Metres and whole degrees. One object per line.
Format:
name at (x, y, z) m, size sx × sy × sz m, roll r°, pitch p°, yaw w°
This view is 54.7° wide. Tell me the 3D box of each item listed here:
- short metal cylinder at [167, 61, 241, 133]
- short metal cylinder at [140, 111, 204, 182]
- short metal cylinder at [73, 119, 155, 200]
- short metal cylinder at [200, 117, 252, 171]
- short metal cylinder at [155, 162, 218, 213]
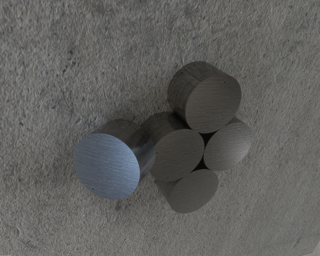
short metal cylinder at (0.056, -0.040, 0.398) m, size 0.081 × 0.050 × 0.079 m, roll -14°, pitch 124°, yaw -21°
short metal cylinder at (0.011, 0.024, 0.413) m, size 0.081 × 0.050 × 0.079 m, roll -14°, pitch 124°, yaw -21°
short metal cylinder at (-0.051, 0.035, 0.359) m, size 0.080 × 0.050 × 0.079 m, roll 6°, pitch 111°, yaw 17°
short metal cylinder at (0.085, 0.015, 0.448) m, size 0.081 × 0.050 × 0.079 m, roll -14°, pitch 124°, yaw -21°
short metal cylinder at (0.039, 0.080, 0.463) m, size 0.081 × 0.050 × 0.079 m, roll -14°, pitch 124°, yaw -21°
